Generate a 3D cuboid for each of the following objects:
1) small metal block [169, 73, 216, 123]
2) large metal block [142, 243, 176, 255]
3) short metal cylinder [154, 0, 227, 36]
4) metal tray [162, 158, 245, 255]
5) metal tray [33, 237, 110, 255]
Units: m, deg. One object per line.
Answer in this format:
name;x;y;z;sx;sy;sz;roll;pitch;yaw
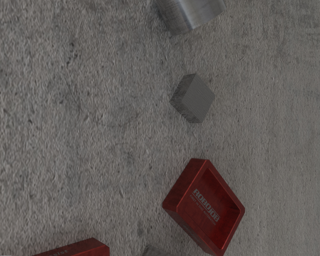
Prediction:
small metal block;0.047;-0.042;0.444;0.050;0.025;0.050;42;65;-32
large metal block;0.010;0.206;0.397;0.080;0.050;0.080;37;67;-34
short metal cylinder;0.039;-0.162;0.401;0.080;0.080;0.050;-45;117;-31
metal tray;0.070;0.118;0.459;0.130;0.030;0.090;52;60;-28
metal tray;-0.113;0.173;0.307;0.131;0.030;0.089;-3;92;-40
